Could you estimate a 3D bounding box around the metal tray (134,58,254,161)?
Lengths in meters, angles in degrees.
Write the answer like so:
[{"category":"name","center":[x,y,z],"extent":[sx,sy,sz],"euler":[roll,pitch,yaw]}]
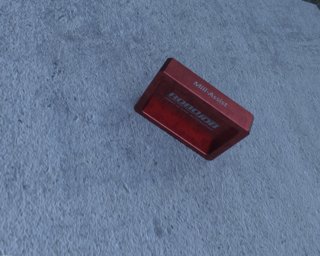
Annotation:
[{"category":"metal tray","center":[0.041,-0.019,0.399],"extent":[0.130,0.090,0.030],"euler":[34,51,-6]}]
